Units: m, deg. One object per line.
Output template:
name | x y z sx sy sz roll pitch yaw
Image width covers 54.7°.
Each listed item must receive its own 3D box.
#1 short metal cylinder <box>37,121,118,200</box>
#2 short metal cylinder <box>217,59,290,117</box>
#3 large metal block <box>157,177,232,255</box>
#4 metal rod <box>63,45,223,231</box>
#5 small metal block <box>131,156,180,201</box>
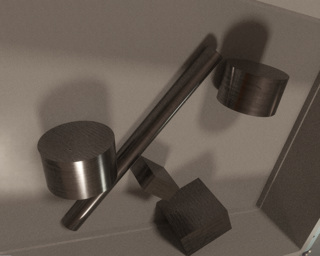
short metal cylinder | -0.089 0.033 0.346 0.081 0.080 0.050 -14 124 -21
short metal cylinder | 0.121 -0.054 0.408 0.081 0.080 0.050 -3 120 -28
large metal block | 0.053 0.138 0.490 0.080 0.080 0.050 -29 129 -11
metal rod | -0.027 0.018 0.406 0.025 0.025 0.299 35 99 -39
small metal block | -0.008 0.070 0.434 0.050 0.050 0.025 33 100 -39
